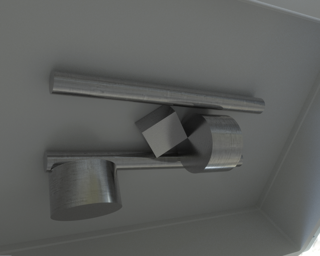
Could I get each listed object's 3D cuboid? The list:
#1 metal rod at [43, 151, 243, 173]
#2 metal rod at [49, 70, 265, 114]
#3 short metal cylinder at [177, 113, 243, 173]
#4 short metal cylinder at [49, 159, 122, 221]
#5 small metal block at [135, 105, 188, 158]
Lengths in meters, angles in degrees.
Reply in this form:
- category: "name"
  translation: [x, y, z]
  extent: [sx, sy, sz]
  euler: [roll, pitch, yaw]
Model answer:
- category: "metal rod"
  translation: [-0.002, 0.045, 0.435]
  extent: [0.303, 0.025, 0.025]
  euler: [3, 117, -30]
- category: "metal rod"
  translation: [0.019, -0.040, 0.393]
  extent: [0.303, 0.025, 0.025]
  euler: [3, 117, -30]
- category: "short metal cylinder"
  translation: [0.066, 0.021, 0.422]
  extent: [0.050, 0.080, 0.079]
  euler: [2, 118, -30]
- category: "short metal cylinder"
  translation: [-0.088, 0.075, 0.367]
  extent: [0.081, 0.050, 0.080]
  euler: [-10, 155, -5]
- category: "small metal block"
  translation: [0.002, 0.004, 0.412]
  extent: [0.050, 0.025, 0.050]
  euler: [-33, 129, -7]
